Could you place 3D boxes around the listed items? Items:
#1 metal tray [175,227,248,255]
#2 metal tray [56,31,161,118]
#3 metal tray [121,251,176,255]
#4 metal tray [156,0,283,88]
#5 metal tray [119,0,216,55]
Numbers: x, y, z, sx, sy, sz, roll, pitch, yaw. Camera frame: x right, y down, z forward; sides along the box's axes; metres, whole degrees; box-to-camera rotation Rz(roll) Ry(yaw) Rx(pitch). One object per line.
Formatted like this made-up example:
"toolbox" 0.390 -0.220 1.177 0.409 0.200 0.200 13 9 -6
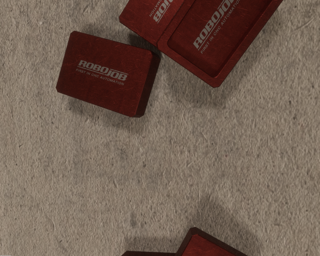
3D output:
"metal tray" 0.047 0.197 0.365 0.090 0.030 0.130 29 89 1
"metal tray" -0.074 -0.075 0.431 0.130 0.030 0.089 19 96 18
"metal tray" -0.008 0.234 0.408 0.090 0.030 0.129 -6 88 19
"metal tray" 0.067 -0.124 0.362 0.090 0.030 0.129 33 102 -11
"metal tray" 0.018 -0.168 0.399 0.090 0.030 0.129 38 102 15
